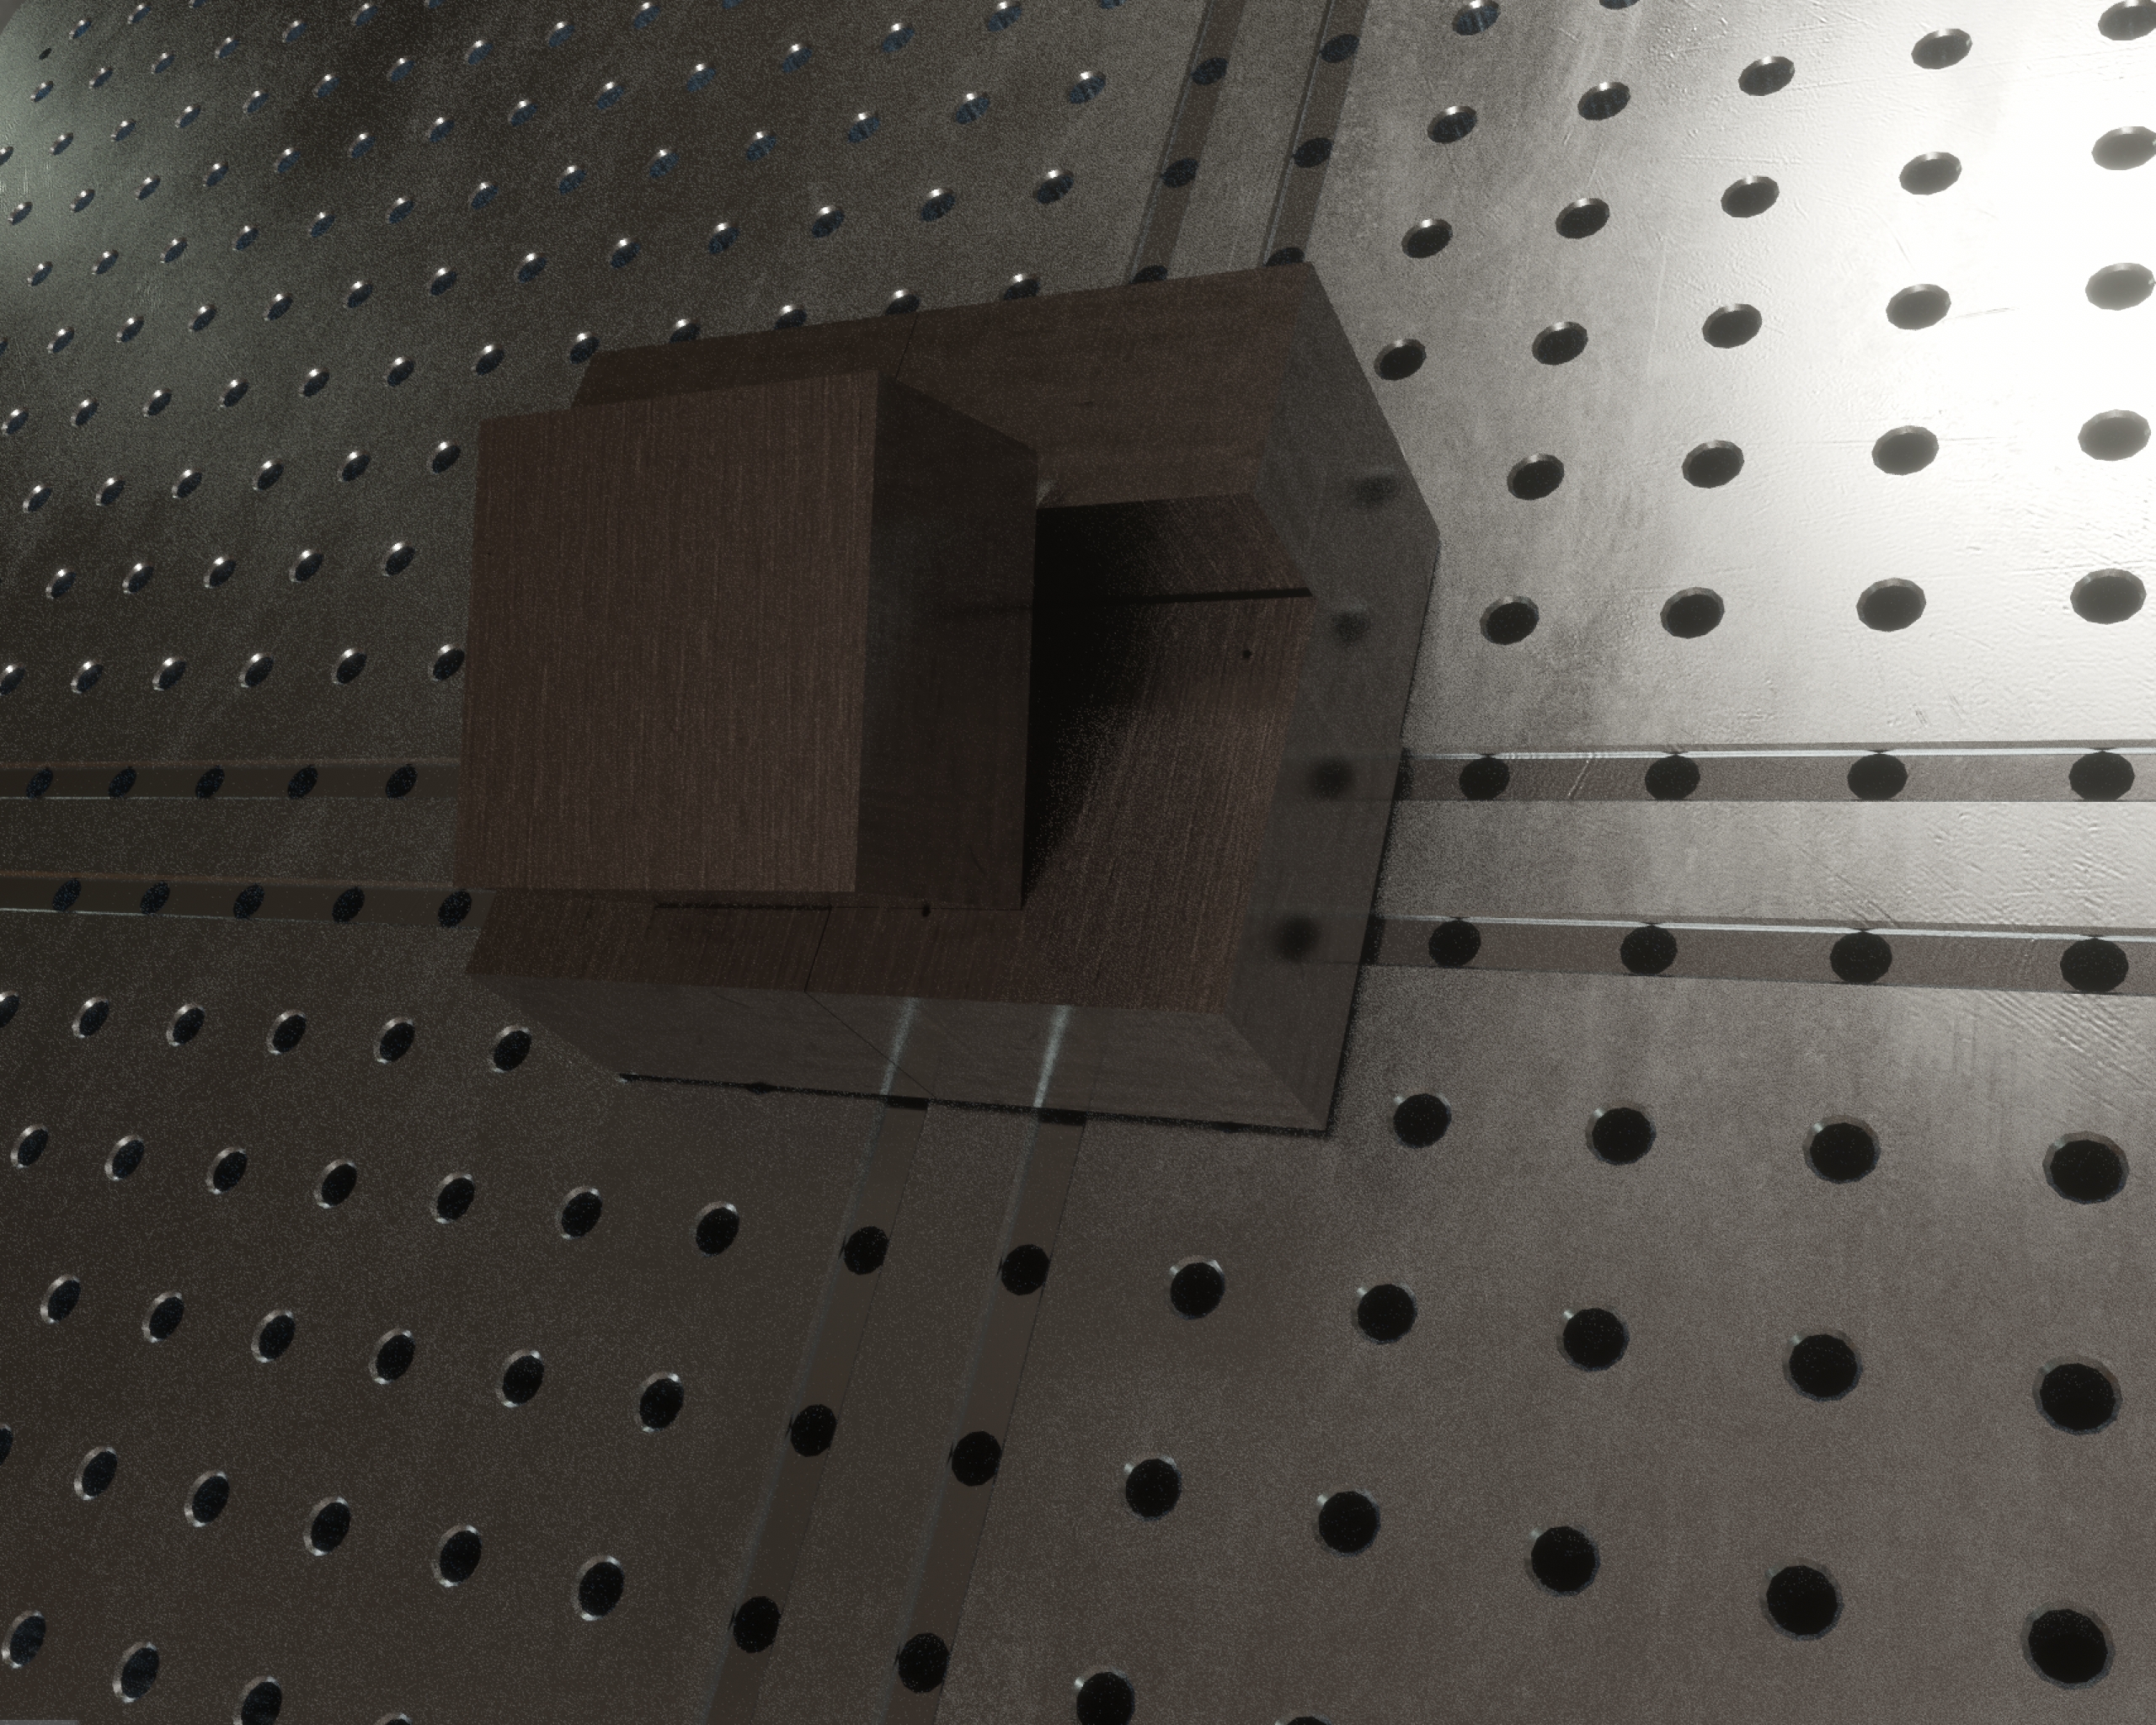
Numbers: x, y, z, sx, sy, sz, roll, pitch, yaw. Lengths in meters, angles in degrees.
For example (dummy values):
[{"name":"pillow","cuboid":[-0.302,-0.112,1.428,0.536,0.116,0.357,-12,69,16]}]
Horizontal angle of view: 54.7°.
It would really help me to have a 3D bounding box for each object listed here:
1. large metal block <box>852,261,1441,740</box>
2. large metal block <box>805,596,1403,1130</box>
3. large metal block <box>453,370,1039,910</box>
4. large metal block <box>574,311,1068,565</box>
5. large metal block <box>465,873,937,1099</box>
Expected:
[{"name":"large metal block","cuboid":[0.016,-0.064,0.402,0.080,0.080,0.050,1,62,28]},{"name":"large metal block","cuboid":[0.007,0.000,0.384,0.080,0.050,0.080,1,62,28]},{"name":"large metal block","cuboid":[-0.056,-0.034,0.355,0.080,0.050,0.080,0,86,28]},{"name":"large metal block","cuboid":[-0.055,-0.066,0.439,0.080,0.080,0.050,1,62,28]},{"name":"large metal block","cuboid":[-0.064,-0.001,0.422,0.080,0.050,0.080,1,62,28]}]
